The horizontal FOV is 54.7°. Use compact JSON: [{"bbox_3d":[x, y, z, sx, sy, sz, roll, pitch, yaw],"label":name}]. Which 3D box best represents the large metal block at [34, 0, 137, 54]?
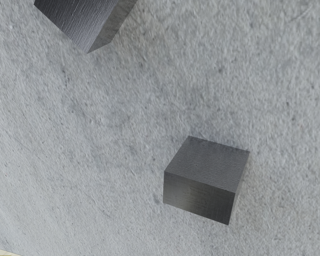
[{"bbox_3d":[-0.079,-0.144,0.342,0.080,0.050,0.080,44,129,-3],"label":"large metal block"}]

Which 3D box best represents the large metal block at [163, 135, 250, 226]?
[{"bbox_3d":[0.057,0.059,0.377,0.080,0.080,0.050,15,124,19],"label":"large metal block"}]
